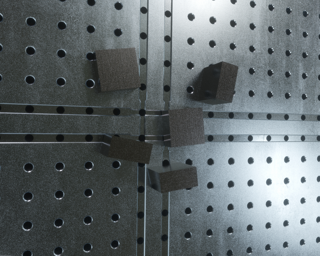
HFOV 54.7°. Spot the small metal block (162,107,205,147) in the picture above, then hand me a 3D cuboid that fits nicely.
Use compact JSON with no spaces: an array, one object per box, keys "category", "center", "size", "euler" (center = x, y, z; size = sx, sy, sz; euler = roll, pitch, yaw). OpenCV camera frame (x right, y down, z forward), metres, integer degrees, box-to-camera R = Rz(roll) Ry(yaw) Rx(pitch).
[{"category":"small metal block","center":[0.032,-0.001,0.426],"size":[0.050,0.025,0.050],"euler":[-5,92,-20]}]

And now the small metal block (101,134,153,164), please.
[{"category":"small metal block","center":[-0.043,0.026,0.384],"size":[0.050,0.050,0.025],"euler":[13,86,-20]}]

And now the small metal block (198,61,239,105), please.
[{"category":"small metal block","center":[0.080,-0.061,0.430],"size":[0.025,0.050,0.050],"euler":[13,86,-20]}]

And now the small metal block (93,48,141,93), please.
[{"category":"small metal block","center":[-0.055,-0.073,0.393],"size":[0.050,0.025,0.050],"euler":[-10,94,-20]}]

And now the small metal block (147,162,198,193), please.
[{"category":"small metal block","center":[0.015,0.064,0.406],"size":[0.050,0.050,0.025],"euler":[-7,93,-20]}]
